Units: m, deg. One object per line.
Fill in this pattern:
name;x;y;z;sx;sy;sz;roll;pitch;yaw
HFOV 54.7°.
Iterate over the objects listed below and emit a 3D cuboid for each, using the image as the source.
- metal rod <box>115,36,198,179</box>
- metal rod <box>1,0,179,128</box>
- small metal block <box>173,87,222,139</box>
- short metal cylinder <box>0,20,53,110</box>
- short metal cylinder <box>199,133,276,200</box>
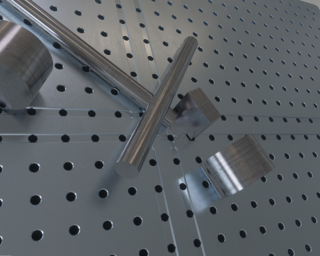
metal rod;0.010;-0.051;0.414;0.025;0.025;0.301;33;42;-7
metal rod;-0.102;-0.101;0.415;0.301;0.025;0.025;37;51;-3
small metal block;0.049;-0.020;0.431;0.025;0.050;0.050;-27;77;-37
short metal cylinder;-0.162;-0.064;0.325;0.080;0.080;0.050;26;53;-13
short metal cylinder;0.098;0.049;0.396;0.081;0.080;0.050;-22;74;-36
